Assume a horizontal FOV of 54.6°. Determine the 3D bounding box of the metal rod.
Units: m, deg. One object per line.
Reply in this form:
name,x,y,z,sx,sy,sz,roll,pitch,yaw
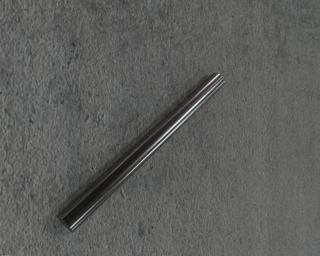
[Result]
metal rod,-0.005,0.013,0.402,0.301,0.025,0.025,-43,116,-31
